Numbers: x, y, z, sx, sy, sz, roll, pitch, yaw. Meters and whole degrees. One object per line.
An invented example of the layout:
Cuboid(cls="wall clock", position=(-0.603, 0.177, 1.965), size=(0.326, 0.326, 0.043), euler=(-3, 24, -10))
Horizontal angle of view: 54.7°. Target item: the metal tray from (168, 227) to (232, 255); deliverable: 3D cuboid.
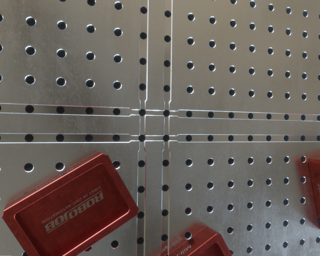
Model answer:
Cuboid(cls="metal tray", position=(0.044, 0.213, 0.427), size=(0.131, 0.030, 0.090), euler=(-31, 101, -18))

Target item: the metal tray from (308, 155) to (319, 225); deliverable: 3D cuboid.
Cuboid(cls="metal tray", position=(0.308, 0.105, 0.526), size=(0.091, 0.030, 0.129), euler=(-14, 95, -20))

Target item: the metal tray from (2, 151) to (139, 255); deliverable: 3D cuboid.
Cuboid(cls="metal tray", position=(-0.103, 0.098, 0.372), size=(0.131, 0.030, 0.090), euler=(-31, 100, -18))
